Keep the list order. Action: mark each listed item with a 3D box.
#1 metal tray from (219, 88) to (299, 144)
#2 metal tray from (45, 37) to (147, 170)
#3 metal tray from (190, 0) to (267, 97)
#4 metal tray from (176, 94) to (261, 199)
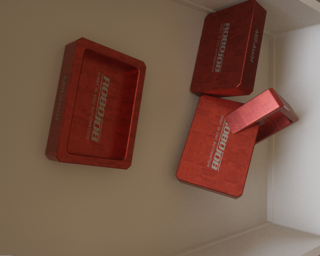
[{"bbox_3d":[0.153,-0.011,0.472,0.131,0.090,0.030,13,47,-57],"label":"metal tray"},{"bbox_3d":[-0.068,-0.023,0.347,0.091,0.030,0.129,14,81,-39],"label":"metal tray"},{"bbox_3d":[0.097,-0.110,0.447,0.030,0.090,0.129,21,77,-39],"label":"metal tray"},{"bbox_3d":[0.085,0.024,0.437,0.030,0.090,0.130,63,43,-69],"label":"metal tray"}]
